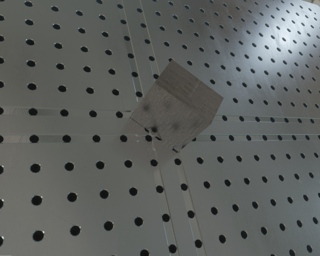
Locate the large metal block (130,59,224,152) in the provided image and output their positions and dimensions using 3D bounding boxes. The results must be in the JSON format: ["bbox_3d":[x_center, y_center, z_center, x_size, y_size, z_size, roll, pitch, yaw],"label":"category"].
[{"bbox_3d":[0.020,-0.026,0.399,0.080,0.080,0.050,36,51,-5],"label":"large metal block"}]
